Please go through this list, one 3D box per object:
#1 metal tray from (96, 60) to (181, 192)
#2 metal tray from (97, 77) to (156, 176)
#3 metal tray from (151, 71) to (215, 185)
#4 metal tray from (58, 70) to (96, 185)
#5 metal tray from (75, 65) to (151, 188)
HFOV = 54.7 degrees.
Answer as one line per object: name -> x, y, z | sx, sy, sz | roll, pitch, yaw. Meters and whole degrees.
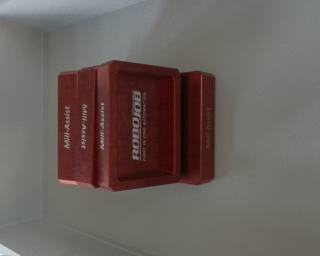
metal tray -> -0.021, -0.002, 0.337 | 0.030, 0.091, 0.129 | 0, 90, 54
metal tray -> -0.049, -0.003, 0.441 | 0.090, 0.030, 0.129 | 1, 90, 40
metal tray -> 0.021, -0.001, 0.384 | 0.090, 0.030, 0.129 | 1, 90, 40
metal tray -> -0.084, -0.001, 0.389 | 0.030, 0.090, 0.129 | 0, 90, 27
metal tray -> -0.052, 0.000, 0.364 | 0.030, 0.091, 0.129 | 0, 88, 40
